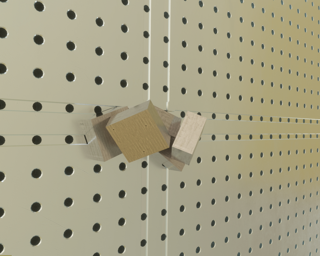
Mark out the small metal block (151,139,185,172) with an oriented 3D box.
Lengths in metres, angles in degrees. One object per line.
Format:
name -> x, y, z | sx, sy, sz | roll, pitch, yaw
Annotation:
small metal block -> 0.017, 0.025, 0.426 | 0.050, 0.025, 0.050 | 43, 64, -32

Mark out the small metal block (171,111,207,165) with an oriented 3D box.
small metal block -> 0.036, 0.014, 0.390 | 0.050, 0.025, 0.050 | 88, 25, -68

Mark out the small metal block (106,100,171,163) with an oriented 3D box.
small metal block -> -0.023, 0.004, 0.339 | 0.050, 0.050, 0.025 | 61, 17, -23

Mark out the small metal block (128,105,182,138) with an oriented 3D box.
small metal block -> -0.010, -0.008, 0.386 | 0.050, 0.050, 0.025 | 24, 75, -38

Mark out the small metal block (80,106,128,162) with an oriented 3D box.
small metal block -> -0.058, 0.006, 0.362 | 0.050, 0.025, 0.050 | -25, 106, -37
